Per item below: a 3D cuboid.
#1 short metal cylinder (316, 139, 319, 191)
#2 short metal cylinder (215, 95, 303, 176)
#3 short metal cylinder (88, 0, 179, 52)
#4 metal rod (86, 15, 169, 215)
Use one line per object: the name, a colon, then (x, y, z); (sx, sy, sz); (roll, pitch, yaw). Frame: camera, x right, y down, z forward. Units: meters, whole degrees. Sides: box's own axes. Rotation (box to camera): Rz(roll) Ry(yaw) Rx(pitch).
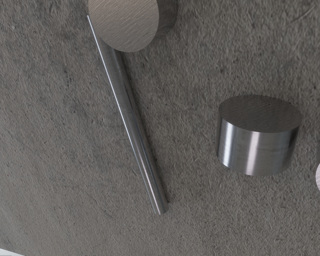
short metal cylinder: (0.200, 0.037, 0.308); (0.080, 0.050, 0.079); (13, 124, 21)
short metal cylinder: (0.100, 0.005, 0.322); (0.080, 0.080, 0.050); (12, 124, 21)
short metal cylinder: (-0.027, -0.126, 0.327); (0.080, 0.050, 0.079); (13, 124, 21)
metal rod: (-0.036, -0.004, 0.423); (0.025, 0.025, 0.298); (-2, 118, 29)
